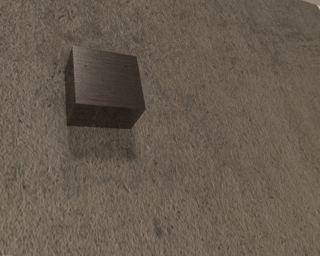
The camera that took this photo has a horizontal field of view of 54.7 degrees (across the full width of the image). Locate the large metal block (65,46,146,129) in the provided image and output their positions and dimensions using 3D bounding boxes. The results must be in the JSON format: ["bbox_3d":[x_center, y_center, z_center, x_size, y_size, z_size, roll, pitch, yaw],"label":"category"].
[{"bbox_3d":[-0.070,-0.047,0.380,0.081,0.050,0.080,3,60,-27],"label":"large metal block"}]
